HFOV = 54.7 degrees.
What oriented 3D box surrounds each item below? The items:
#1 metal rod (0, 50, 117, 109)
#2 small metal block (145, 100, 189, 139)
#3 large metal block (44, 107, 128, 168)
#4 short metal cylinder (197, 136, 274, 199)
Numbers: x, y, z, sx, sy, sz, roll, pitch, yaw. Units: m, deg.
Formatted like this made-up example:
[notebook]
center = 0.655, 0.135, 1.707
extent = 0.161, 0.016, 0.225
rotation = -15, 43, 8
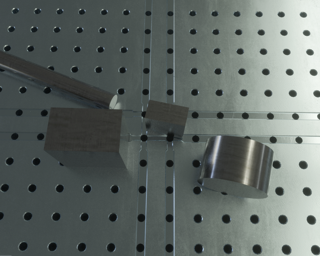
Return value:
[metal rod]
center = -0.203, -0.088, 0.442
extent = 0.301, 0.025, 0.025
rotation = 21, 72, 7
[small metal block]
center = 0.009, -0.010, 0.402
extent = 0.050, 0.050, 0.025
rotation = 12, 71, 4
[large metal block]
center = -0.083, 0.015, 0.376
extent = 0.080, 0.080, 0.050
rotation = 2, 70, 0
[short metal cylinder]
center = 0.089, 0.048, 0.366
extent = 0.080, 0.080, 0.050
rotation = 14, 71, 5
